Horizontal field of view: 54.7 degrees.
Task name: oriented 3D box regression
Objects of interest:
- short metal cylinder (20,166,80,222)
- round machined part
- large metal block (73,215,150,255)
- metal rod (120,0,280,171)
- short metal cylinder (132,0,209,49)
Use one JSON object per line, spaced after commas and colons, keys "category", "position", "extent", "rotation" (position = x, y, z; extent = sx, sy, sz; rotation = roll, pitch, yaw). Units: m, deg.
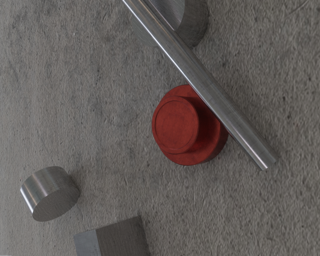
{"category": "short metal cylinder", "position": [-0.184, 0.111, 0.521], "extent": [0.050, 0.081, 0.080], "rotation": [46, 117, 30]}
{"category": "round machined part", "position": [0.029, -0.003, 0.370], "extent": [0.098, 0.042, 0.097], "rotation": [0, 90, 40]}
{"category": "large metal block", "position": [-0.061, 0.171, 0.420], "extent": [0.050, 0.081, 0.080], "rotation": [-26, 74, 37]}
{"category": "metal rod", "position": [0.020, -0.081, 0.332], "extent": [0.025, 0.025, 0.300], "rotation": [-42, 82, 32]}
{"category": "short metal cylinder", "position": [0.012, -0.135, 0.379], "extent": [0.080, 0.050, 0.080], "rotation": [0, 90, 40]}
